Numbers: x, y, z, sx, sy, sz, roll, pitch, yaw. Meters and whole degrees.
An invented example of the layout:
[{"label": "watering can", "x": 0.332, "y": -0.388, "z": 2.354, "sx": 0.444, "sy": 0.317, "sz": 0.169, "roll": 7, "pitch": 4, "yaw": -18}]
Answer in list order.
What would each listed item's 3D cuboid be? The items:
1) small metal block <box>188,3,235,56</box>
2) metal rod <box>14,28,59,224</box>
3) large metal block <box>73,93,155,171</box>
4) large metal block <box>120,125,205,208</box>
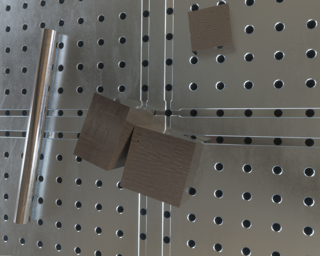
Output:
[{"label": "small metal block", "x": 0.065, "y": -0.122, "z": 0.389, "sx": 0.050, "sy": 0.025, "sz": 0.050, "roll": -6, "pitch": 88, "yaw": 19}, {"label": "metal rod", "x": -0.191, "y": 0.000, "z": 0.478, "sx": 0.025, "sy": 0.025, "sz": 0.298, "roll": 11, "pitch": 94, "yaw": 19}, {"label": "large metal block", "x": -0.056, "y": 0.004, "z": 0.402, "sx": 0.050, "sy": 0.080, "sz": 0.080, "roll": 23, "pitch": 98, "yaw": 18}, {"label": "large metal block", "x": 0.004, "y": 0.045, "z": 0.397, "sx": 0.080, "sy": 0.050, "sz": 0.079, "roll": 16, "pitch": 95, "yaw": 19}]
